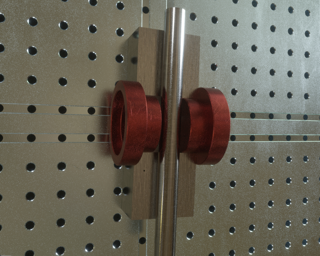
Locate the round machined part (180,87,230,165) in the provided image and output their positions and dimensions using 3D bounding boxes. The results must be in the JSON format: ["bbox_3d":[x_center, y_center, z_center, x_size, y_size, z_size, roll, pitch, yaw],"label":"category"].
[{"bbox_3d":[0.047,-0.002,0.391,0.042,0.098,0.097,2,90,-15],"label":"round machined part"}]

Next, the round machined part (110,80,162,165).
[{"bbox_3d":[-0.029,-0.005,0.362,0.042,0.098,0.097,2,90,-20],"label":"round machined part"}]

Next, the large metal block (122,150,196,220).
[{"bbox_3d":[-0.002,0.069,0.398,0.081,0.050,0.080,3,89,-20],"label":"large metal block"}]

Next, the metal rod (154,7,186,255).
[{"bbox_3d":[0.011,0.011,0.363,0.025,0.025,0.298,3,89,-20],"label":"metal rod"}]

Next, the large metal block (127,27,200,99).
[{"bbox_3d":[0.003,-0.078,0.400,0.081,0.050,0.080,2,89,-20],"label":"large metal block"}]
